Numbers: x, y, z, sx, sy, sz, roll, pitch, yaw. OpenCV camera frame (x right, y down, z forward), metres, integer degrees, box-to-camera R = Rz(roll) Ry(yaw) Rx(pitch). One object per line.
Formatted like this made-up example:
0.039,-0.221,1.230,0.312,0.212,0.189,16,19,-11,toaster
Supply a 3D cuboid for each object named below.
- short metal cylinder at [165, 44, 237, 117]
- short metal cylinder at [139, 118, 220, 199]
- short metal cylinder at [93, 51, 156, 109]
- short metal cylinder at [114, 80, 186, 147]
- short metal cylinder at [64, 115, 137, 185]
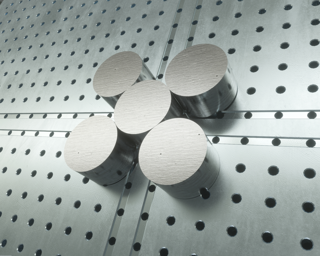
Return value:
0.053,-0.061,0.398,0.080,0.050,0.080,-13,56,20,short metal cylinder
0.023,0.035,0.357,0.080,0.050,0.080,-13,56,20,short metal cylinder
-0.051,-0.066,0.457,0.080,0.050,0.080,-13,56,20,short metal cylinder
-0.013,-0.016,0.407,0.080,0.050,0.080,-13,56,20,short metal cylinder
-0.079,0.030,0.412,0.080,0.050,0.080,-13,56,20,short metal cylinder
